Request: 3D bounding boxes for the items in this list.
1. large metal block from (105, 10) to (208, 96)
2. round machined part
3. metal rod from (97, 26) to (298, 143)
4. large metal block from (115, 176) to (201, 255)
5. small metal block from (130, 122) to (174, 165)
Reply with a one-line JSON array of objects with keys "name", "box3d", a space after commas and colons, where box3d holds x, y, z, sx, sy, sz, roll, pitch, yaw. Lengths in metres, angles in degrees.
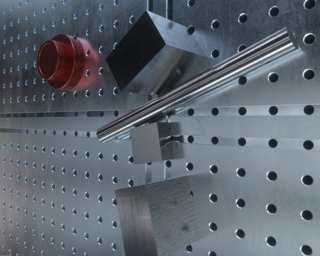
[{"name": "large metal block", "box3d": [-0.004, -0.085, 0.377, 0.080, 0.081, 0.050, -40, 66, 32]}, {"name": "round machined part", "box3d": [-0.180, -0.117, 0.547, 0.098, 0.042, 0.097, 0, 90, 40]}, {"name": "metal rod", "box3d": [0.020, -0.038, 0.392, 0.299, 0.025, 0.025, -25, 75, 37]}, {"name": "large metal block", "box3d": [-0.002, 0.106, 0.375, 0.050, 0.081, 0.080, -18, 79, 38]}, {"name": "small metal block", "box3d": [-0.012, 0.021, 0.419, 0.050, 0.025, 0.050, -13, 82, 39]}]
